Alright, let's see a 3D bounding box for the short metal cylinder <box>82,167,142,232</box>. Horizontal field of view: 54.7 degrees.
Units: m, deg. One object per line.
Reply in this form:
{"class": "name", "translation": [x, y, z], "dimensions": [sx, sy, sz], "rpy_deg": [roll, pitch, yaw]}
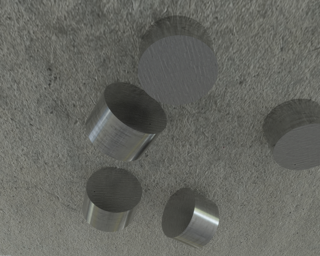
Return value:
{"class": "short metal cylinder", "translation": [-0.071, 0.105, 0.460], "dimensions": [0.081, 0.080, 0.050], "rpy_deg": [12, 129, -10]}

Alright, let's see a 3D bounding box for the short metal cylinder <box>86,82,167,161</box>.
{"class": "short metal cylinder", "translation": [-0.039, -0.008, 0.364], "dimensions": [0.080, 0.080, 0.050], "rpy_deg": [25, 126, -20]}

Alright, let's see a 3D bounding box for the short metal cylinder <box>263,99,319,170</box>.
{"class": "short metal cylinder", "translation": [0.180, 0.009, 0.400], "dimensions": [0.081, 0.050, 0.079], "rpy_deg": [0, 130, 0]}

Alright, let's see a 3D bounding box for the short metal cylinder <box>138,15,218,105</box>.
{"class": "short metal cylinder", "translation": [0.018, -0.071, 0.330], "dimensions": [0.081, 0.050, 0.079], "rpy_deg": [0, 130, 0]}

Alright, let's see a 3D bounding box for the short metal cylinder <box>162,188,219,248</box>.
{"class": "short metal cylinder", "translation": [0.047, 0.143, 0.493], "dimensions": [0.050, 0.080, 0.080], "rpy_deg": [31, 124, -24]}
